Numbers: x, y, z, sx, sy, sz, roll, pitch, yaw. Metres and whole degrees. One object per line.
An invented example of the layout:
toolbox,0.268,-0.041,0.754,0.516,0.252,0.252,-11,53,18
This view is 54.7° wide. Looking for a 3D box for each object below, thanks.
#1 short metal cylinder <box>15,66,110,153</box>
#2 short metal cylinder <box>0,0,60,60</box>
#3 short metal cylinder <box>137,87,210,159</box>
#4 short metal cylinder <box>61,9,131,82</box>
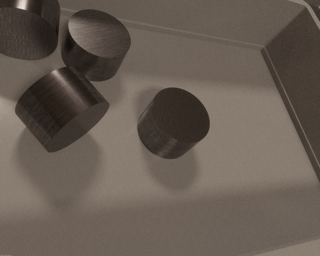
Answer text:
short metal cylinder,-0.101,-0.019,0.328,0.050,0.080,0.080,48,51,5
short metal cylinder,-0.160,-0.125,0.361,0.081,0.080,0.050,8,58,-25
short metal cylinder,0.017,-0.006,0.404,0.081,0.050,0.080,14,56,-21
short metal cylinder,-0.085,-0.109,0.411,0.081,0.050,0.080,14,56,-21
